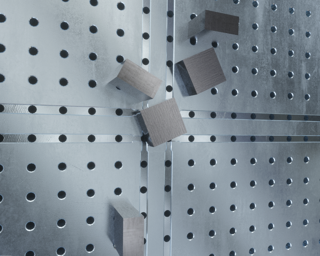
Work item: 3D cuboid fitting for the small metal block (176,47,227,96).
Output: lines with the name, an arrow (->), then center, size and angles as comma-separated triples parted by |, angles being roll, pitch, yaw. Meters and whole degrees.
small metal block -> 0.057, -0.078, 0.433 | 0.050, 0.025, 0.050 | -27, 99, -18

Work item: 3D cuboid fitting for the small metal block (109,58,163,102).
small metal block -> -0.032, -0.058, 0.387 | 0.050, 0.050, 0.025 | 30, 80, -18

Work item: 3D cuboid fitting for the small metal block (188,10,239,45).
small metal block -> 0.072, -0.137, 0.425 | 0.050, 0.050, 0.025 | 3, 89, -20

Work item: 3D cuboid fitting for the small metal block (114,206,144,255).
small metal block -> -0.039, 0.129, 0.385 | 0.025, 0.050, 0.050 | 1, 90, -20

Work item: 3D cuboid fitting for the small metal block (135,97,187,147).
small metal block -> 0.002, -0.008, 0.413 | 0.050, 0.025, 0.050 | -23, 98, -19
